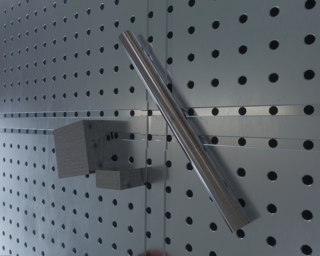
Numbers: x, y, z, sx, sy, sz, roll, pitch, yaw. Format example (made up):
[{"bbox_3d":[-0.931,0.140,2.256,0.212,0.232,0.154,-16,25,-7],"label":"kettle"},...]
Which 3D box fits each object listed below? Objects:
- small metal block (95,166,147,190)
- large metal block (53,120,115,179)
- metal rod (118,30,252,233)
[{"bbox_3d":[-0.055,0.070,0.439,0.050,0.050,0.025,-4,88,40],"label":"small metal block"},{"bbox_3d":[-0.122,0.034,0.494,0.080,0.050,0.080,-15,81,39],"label":"large metal block"},{"bbox_3d":[0.020,-0.012,0.392,0.025,0.025,0.299,-44,64,31],"label":"metal rod"}]
